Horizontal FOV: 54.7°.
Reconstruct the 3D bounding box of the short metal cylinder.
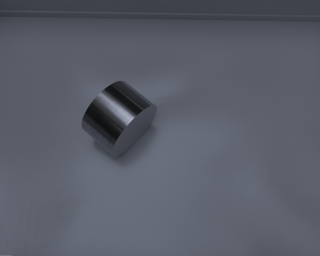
[{"bbox_3d":[-0.049,-0.011,0.384,0.050,0.080,0.080,39,74,12],"label":"short metal cylinder"}]
